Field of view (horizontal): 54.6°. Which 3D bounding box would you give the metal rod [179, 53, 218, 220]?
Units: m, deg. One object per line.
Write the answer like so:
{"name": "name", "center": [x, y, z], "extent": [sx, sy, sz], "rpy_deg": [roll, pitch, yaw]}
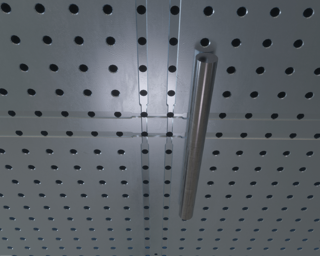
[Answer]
{"name": "metal rod", "center": [0.048, 0.035, 0.441], "extent": [0.025, 0.025, 0.298], "rpy_deg": [1, 130, -1]}
